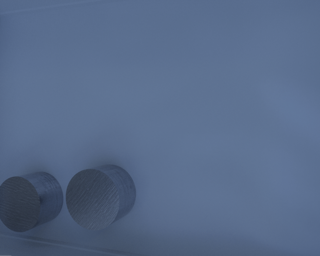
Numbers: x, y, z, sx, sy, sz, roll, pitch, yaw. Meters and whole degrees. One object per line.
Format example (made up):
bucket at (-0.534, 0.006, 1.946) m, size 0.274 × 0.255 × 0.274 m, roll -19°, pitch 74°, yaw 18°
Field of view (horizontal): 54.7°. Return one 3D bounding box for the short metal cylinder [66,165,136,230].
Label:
short metal cylinder at (-0.080, 0.093, 0.425) m, size 0.080 × 0.050 × 0.080 m, roll 0°, pitch 90°, yaw 20°

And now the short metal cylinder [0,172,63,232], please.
short metal cylinder at (-0.195, 0.109, 0.466) m, size 0.080 × 0.050 × 0.080 m, roll 0°, pitch 90°, yaw 20°
